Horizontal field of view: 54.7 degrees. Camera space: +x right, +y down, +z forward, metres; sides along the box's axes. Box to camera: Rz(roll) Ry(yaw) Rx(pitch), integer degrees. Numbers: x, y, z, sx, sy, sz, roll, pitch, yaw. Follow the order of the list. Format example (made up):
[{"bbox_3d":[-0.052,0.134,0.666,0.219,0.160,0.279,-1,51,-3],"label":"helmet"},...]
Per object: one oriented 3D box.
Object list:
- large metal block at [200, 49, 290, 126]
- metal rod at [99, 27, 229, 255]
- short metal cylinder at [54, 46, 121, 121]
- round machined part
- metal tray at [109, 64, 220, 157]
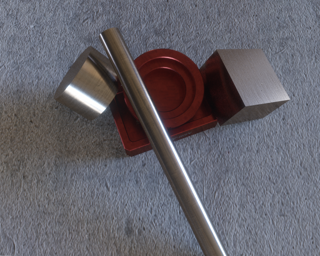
[{"bbox_3d":[0.105,-0.054,0.399,0.081,0.050,0.080,-10,68,-32],"label":"large metal block"},{"bbox_3d":[0.006,0.026,0.354,0.025,0.025,0.299,-26,89,-9],"label":"metal rod"},{"bbox_3d":[-0.089,-0.056,0.393,0.050,0.080,0.080,35,69,-26],"label":"short metal cylinder"},{"bbox_3d":[0.003,-0.046,0.392,0.099,0.042,0.097,0,85,-5],"label":"round machined part"},{"bbox_3d":[0.003,-0.026,0.416,0.131,0.030,0.090,-19,71,-8],"label":"metal tray"}]
